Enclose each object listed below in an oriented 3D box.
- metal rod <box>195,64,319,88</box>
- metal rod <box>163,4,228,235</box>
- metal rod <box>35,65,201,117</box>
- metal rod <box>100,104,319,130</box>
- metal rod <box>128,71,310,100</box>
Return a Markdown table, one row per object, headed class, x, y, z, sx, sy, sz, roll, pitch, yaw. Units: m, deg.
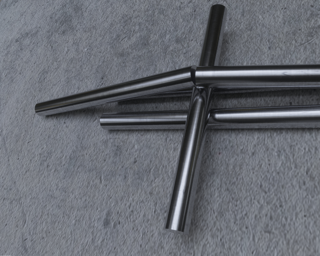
| class | x | y | z | sx | sy | sz | roll | pitch | yaw |
| --- | --- | --- | --- | --- | --- | --- | --- | --- | --- |
| metal rod | 0.186 | -0.052 | 0.307 | 0.301 | 0.025 | 0.025 | 2 | 62 | 17 |
| metal rod | 0.048 | -0.030 | 0.365 | 0.025 | 0.025 | 0.300 | 0 | 61 | 28 |
| metal rod | -0.080 | -0.046 | 0.442 | 0.300 | 0.025 | 0.025 | -7 | 58 | 35 |
| metal rod | 0.054 | -0.011 | 0.382 | 0.300 | 0.025 | 0.025 | -1 | 62 | 27 |
| metal rod | 0.066 | -0.055 | 0.403 | 0.300 | 0.025 | 0.025 | -1 | 62 | 27 |
